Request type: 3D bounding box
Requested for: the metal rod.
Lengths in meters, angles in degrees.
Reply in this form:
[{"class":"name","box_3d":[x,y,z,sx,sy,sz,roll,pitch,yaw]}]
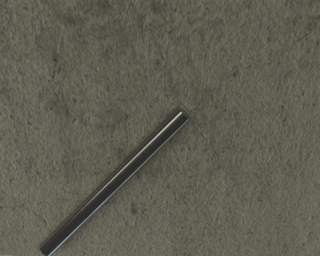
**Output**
[{"class":"metal rod","box_3d":[-0.071,0.083,0.439,0.025,0.025,0.299,41,105,-14]}]
